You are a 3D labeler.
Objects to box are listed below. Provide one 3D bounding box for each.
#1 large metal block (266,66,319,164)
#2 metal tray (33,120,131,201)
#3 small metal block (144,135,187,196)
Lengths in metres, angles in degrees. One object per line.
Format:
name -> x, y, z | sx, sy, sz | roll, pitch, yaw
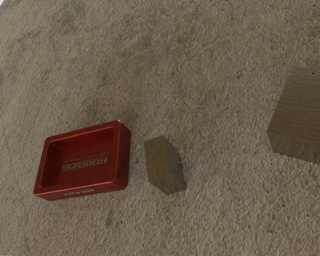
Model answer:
large metal block -> 0.163, -0.010, 0.308 | 0.080, 0.050, 0.080 | 16, 70, 34
metal tray -> -0.106, 0.046, 0.428 | 0.130, 0.030, 0.090 | -13, 56, 21
small metal block -> 0.006, 0.044, 0.358 | 0.025, 0.050, 0.050 | -21, 54, 16
